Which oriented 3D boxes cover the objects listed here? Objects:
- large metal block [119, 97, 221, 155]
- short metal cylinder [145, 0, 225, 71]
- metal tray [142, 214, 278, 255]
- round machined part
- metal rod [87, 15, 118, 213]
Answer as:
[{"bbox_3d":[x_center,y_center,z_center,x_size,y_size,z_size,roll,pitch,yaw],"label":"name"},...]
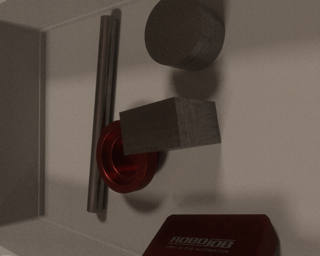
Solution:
[{"bbox_3d":[0.013,0.000,0.359,0.080,0.081,0.050,-12,82,39],"label":"large metal block"},{"bbox_3d":[0.028,-0.110,0.365,0.080,0.050,0.079,0,90,39],"label":"short metal cylinder"},{"bbox_3d":[0.046,0.132,0.323,0.130,0.090,0.030,-13,112,39],"label":"metal tray"},{"bbox_3d":[-0.040,0.038,0.427,0.098,0.042,0.097,0,90,39],"label":"round machined part"},{"bbox_3d":[-0.090,-0.018,0.477,0.025,0.025,0.298,8,95,39],"label":"metal rod"}]
